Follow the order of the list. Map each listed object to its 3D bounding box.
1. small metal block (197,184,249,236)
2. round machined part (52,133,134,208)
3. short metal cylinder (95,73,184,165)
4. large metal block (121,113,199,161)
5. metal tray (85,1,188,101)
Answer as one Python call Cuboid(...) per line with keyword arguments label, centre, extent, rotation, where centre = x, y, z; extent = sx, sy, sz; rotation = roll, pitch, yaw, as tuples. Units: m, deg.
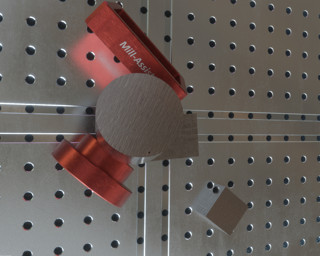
Cuboid(label="small metal block", centre=(0.091, 0.118, 0.448), extent=(0.050, 0.025, 0.050), rotation=(41, 77, -16))
Cuboid(label="round machined part", centre=(-0.068, 0.043, 0.349), extent=(0.098, 0.098, 0.042), rotation=(42, 79, -16))
Cuboid(label="short metal cylinder", centre=(-0.023, -0.007, 0.304), extent=(0.081, 0.050, 0.080), rotation=(3, 75, -12))
Cuboid(label="large metal block", centre=(-0.008, 0.010, 0.381), extent=(0.081, 0.080, 0.050), rotation=(-4, 92, -20))
Cuboid(label="metal tray", centre=(-0.022, -0.088, 0.368), extent=(0.030, 0.090, 0.130), rotation=(-40, 105, 15))
